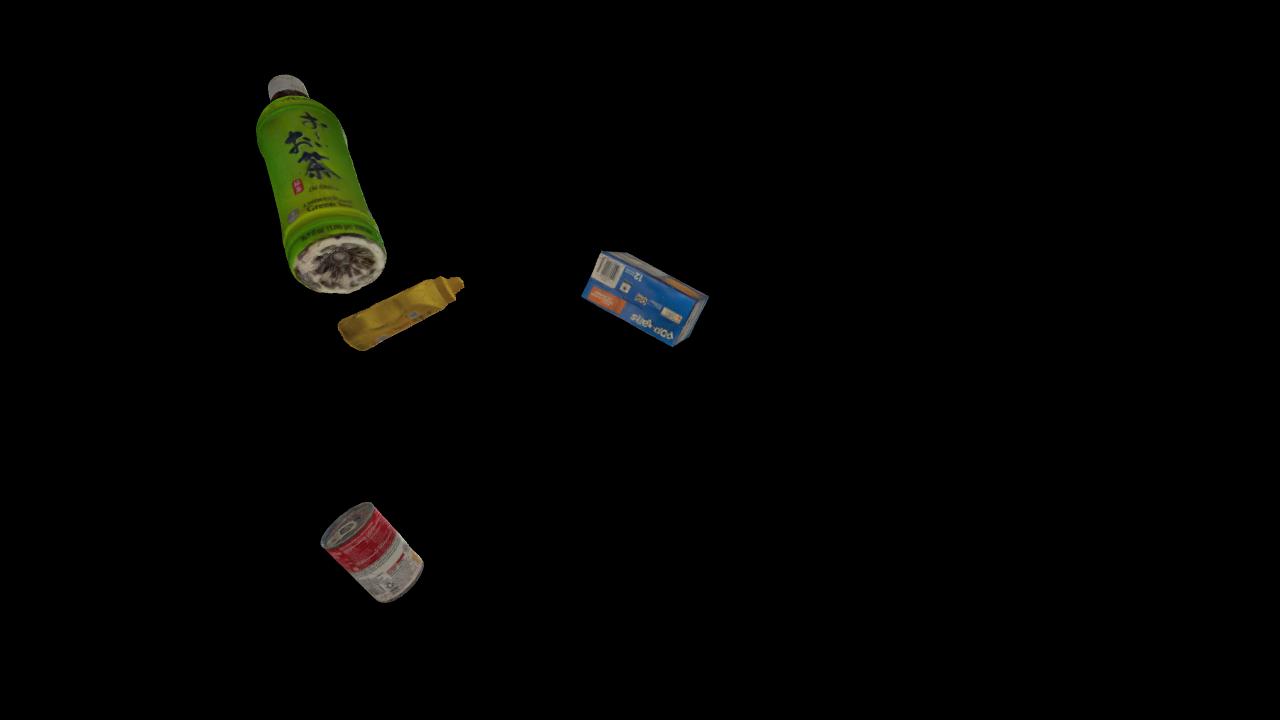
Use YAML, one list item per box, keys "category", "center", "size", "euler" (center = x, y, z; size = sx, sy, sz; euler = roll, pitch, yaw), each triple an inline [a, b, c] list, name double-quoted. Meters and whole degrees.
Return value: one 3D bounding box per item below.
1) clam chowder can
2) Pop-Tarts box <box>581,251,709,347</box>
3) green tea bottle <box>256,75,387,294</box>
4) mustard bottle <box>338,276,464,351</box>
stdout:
- category: "clam chowder can"
  center: [-0.311, 0.226, 0.721]
  size: [0.068, 0.102, 0.068]
  euler: [-24, 26, 12]
- category: "Pop-Tarts box"
  center: [0.013, -0.102, 0.991]
  size: [0.167, 0.083, 0.141]
  euler: [30, 15, 8]
- category: "green tea bottle"
  center: [-0.270, -0.154, 0.504]
  size: [0.073, 0.212, 0.073]
  euler: [-25, -22, -11]
- category: "mustard bottle"
  center: [-0.350, -0.077, 0.926]
  size: [0.184, 0.054, 0.092]
  euler: [-28, -6, -4]
